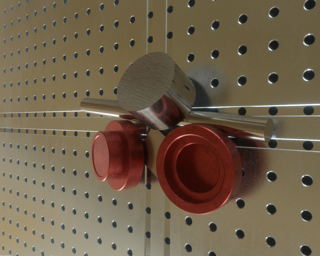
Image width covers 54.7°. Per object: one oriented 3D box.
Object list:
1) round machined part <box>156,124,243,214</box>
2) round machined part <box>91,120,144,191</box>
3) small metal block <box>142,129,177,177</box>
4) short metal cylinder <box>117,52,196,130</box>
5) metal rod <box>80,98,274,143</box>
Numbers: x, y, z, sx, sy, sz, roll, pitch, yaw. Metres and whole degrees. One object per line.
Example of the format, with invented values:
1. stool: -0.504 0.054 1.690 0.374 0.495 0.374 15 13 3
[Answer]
1. round machined part: 0.047 0.044 0.352 0.098 0.042 0.097 2 94 37
2. round machined part: -0.064 0.038 0.429 0.098 0.042 0.097 3 93 58
3. small metal block: 0.003 0.031 0.402 0.050 0.025 0.050 44 116 31
4. short metal cylinder: -0.004 -0.044 0.373 0.080 0.050 0.080 -17 55 27
5. metal rod: -0.004 -0.017 0.408 0.300 0.025 0.025 10 96 39
